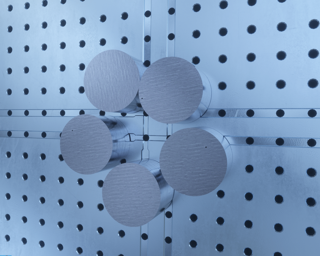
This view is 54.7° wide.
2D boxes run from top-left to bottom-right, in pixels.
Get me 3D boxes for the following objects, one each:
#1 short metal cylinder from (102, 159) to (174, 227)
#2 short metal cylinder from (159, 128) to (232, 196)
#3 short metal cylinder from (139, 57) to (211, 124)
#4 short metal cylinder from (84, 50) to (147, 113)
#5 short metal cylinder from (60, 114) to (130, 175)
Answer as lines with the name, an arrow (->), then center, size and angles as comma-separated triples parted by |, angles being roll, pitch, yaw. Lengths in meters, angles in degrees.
short metal cylinder -> -0.028, 0.083, 0.408 | 0.080, 0.050, 0.080 | 0, 90, 20
short metal cylinder -> 0.046, 0.039, 0.382 | 0.080, 0.050, 0.079 | 1, 92, 19
short metal cylinder -> 0.020, -0.045, 0.391 | 0.080, 0.050, 0.079 | 0, 90, 20
short metal cylinder -> -0.054, -0.060, 0.418 | 0.080, 0.050, 0.079 | 0, 90, 19
short metal cylinder -> -0.089, 0.021, 0.431 | 0.080, 0.050, 0.079 | 0, 90, 20
